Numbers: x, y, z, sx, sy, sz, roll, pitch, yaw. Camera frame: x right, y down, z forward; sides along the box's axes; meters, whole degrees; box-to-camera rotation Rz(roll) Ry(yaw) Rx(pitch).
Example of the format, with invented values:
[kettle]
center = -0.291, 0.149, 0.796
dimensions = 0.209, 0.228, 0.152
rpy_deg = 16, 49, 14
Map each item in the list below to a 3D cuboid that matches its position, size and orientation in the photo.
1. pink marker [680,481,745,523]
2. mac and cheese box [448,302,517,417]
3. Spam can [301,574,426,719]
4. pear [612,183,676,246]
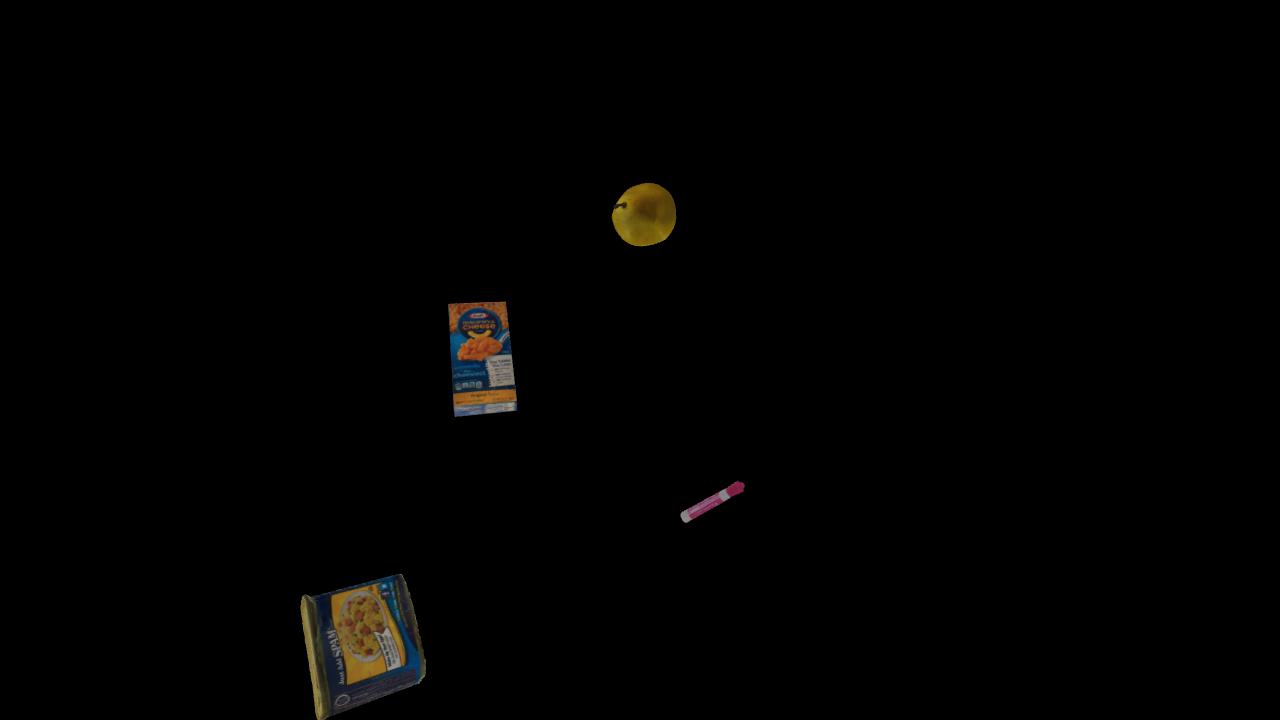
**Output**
[pink marker]
center = 0.117, 0.227, 0.988
dimensions = 0.121, 0.020, 0.020
rpy_deg = -36, -16, 23
[mac and cheese box]
center = -0.244, -0.005, 0.947
dimensions = 0.093, 0.184, 0.041
rpy_deg = -5, -30, -15
[Spam can]
center = -0.247, 0.251, 0.549
dimensions = 0.085, 0.101, 0.058
rpy_deg = -6, -35, -35
[pear]
center = 0.000, -0.179, 0.730
dimensions = 0.080, 0.080, 0.111
rpy_deg = 0, -4, 13
